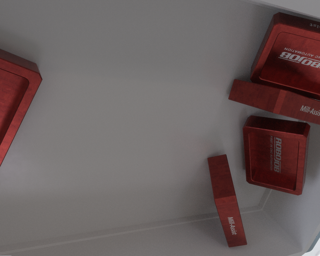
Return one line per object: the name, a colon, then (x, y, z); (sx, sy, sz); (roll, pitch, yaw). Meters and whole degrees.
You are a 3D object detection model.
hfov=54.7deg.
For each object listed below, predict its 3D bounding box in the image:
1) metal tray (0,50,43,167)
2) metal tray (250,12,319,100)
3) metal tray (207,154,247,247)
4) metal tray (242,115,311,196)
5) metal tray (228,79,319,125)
metal tray: (-0.183, -0.016, 0.294); (0.091, 0.030, 0.129); (21, 107, -36)
metal tray: (0.193, -0.085, 0.395); (0.131, 0.030, 0.089); (16, 137, 4)
metal tray: (0.108, 0.117, 0.494); (0.030, 0.090, 0.129); (-13, 129, 11)
metal tray: (0.184, 0.045, 0.493); (0.030, 0.090, 0.129); (-52, 140, -39)
metal tray: (0.174, -0.034, 0.436); (0.131, 0.090, 0.030); (9, 101, -33)
